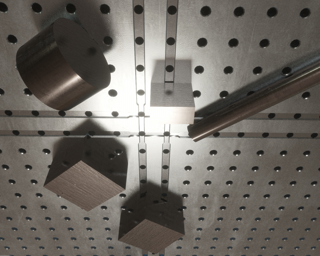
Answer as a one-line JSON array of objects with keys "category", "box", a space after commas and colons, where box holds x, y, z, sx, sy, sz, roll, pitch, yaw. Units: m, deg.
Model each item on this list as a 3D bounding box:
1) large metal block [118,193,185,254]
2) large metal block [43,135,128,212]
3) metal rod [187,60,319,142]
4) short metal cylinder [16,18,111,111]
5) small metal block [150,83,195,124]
[{"category": "large metal block", "box": [-0.015, 0.168, 0.538, 0.080, 0.050, 0.080, 30, 124, -23]}, {"category": "large metal block", "box": [-0.105, 0.068, 0.452, 0.080, 0.050, 0.080, -34, 123, 25]}, {"category": "metal rod", "box": [0.168, -0.056, 0.366, 0.300, 0.025, 0.025, -27, 125, 21]}, {"category": "short metal cylinder", "box": [-0.096, -0.064, 0.319, 0.050, 0.080, 0.080, -27, 125, 21]}, {"category": "small metal block", "box": [0.014, -0.030, 0.370, 0.050, 0.050, 0.025, 0, 130, -1]}]
